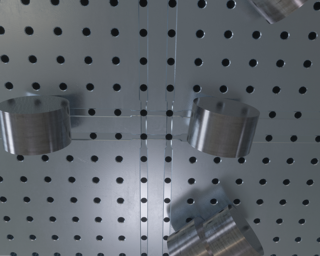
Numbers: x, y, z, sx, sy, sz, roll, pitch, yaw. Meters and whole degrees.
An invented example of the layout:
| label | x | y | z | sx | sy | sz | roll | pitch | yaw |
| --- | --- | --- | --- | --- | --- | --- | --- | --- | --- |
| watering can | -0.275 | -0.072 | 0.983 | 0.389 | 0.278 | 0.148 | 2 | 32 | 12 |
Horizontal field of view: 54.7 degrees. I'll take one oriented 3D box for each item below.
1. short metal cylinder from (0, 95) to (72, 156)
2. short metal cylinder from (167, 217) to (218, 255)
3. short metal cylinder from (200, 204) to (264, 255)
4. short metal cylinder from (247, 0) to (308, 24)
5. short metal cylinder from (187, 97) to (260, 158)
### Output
| label | x | y | z | sx | sy | sz | roll | pitch | yaw |
| --- | --- | --- | --- | --- | --- | --- | --- | --- | --- |
| short metal cylinder | -0.152 | -0.006 | 0.380 | 0.081 | 0.080 | 0.050 | 2 | 110 | -1 |
| short metal cylinder | 0.055 | 0.178 | 0.450 | 0.050 | 0.080 | 0.080 | -39 | 106 | 13 |
| short metal cylinder | 0.102 | 0.157 | 0.443 | 0.050 | 0.080 | 0.080 | -39 | 106 | 13 |
| short metal cylinder | 0.130 | -0.158 | 0.327 | 0.050 | 0.080 | 0.080 | 41 | 105 | -14 |
| short metal cylinder | 0.077 | -0.003 | 0.383 | 0.081 | 0.080 | 0.050 | 7 | 110 | -3 |
